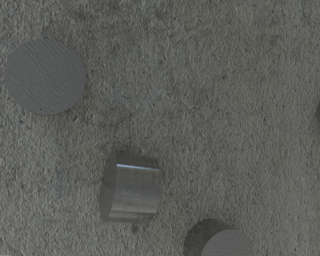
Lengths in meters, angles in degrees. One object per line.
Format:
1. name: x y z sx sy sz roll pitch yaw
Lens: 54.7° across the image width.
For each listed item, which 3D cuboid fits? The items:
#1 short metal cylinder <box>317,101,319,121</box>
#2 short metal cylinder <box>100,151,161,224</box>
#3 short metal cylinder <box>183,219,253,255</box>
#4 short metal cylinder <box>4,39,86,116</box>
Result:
1. short metal cylinder: 0.301 -0.028 0.490 0.050 0.080 0.080 29 81 -18
2. short metal cylinder: -0.037 0.071 0.366 0.050 0.080 0.080 10 87 -20
3. short metal cylinder: 0.079 0.171 0.425 0.081 0.050 0.080 0 90 -20
4. short metal cylinder: -0.127 -0.054 0.349 0.081 0.050 0.080 0 90 -20
